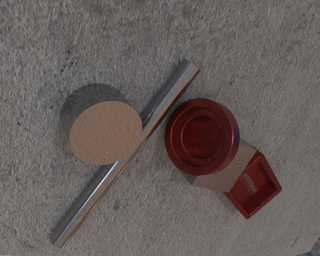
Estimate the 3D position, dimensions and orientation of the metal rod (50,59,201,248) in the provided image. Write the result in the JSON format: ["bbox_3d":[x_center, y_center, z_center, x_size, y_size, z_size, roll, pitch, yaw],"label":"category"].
[{"bbox_3d":[-0.050,0.039,0.404,0.025,0.025,0.299,31,101,-38],"label":"metal rod"}]

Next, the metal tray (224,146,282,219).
[{"bbox_3d":[0.160,0.101,0.556,0.090,0.030,0.130,-41,130,-1],"label":"metal tray"}]

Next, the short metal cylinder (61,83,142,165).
[{"bbox_3d":[-0.067,-0.005,0.352,0.081,0.050,0.079,-14,125,-21],"label":"short metal cylinder"}]

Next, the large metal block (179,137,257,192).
[{"bbox_3d":[0.084,0.045,0.467,0.081,0.050,0.080,18,109,-36],"label":"large metal block"}]

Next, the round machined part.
[{"bbox_3d":[0.058,0.012,0.405,0.042,0.098,0.097,7,116,-54],"label":"round machined part"}]
